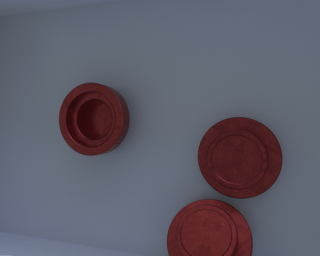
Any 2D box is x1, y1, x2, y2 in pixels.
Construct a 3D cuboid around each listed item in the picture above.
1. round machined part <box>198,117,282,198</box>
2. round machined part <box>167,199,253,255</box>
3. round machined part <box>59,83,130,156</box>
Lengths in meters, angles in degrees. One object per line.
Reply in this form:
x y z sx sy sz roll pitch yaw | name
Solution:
0.093 0.035 0.368 0.098 0.042 0.097 0 90 19 | round machined part
0.056 0.128 0.357 0.098 0.042 0.098 -8 54 12 | round machined part
-0.086 -0.012 0.431 0.098 0.042 0.097 0 90 19 | round machined part
